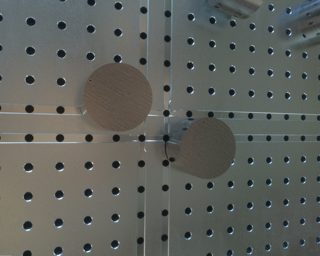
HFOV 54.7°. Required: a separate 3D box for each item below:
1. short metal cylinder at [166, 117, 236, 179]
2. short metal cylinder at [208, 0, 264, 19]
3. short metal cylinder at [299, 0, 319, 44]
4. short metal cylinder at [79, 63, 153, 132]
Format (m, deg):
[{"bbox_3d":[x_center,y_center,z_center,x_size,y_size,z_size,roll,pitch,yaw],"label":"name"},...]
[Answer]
[{"bbox_3d":[0.055,0.026,0.421,0.081,0.050,0.079,0,90,-21],"label":"short metal cylinder"},{"bbox_3d":[0.108,-0.197,0.425,0.050,0.080,0.080,15,85,-20],"label":"short metal cylinder"},{"bbox_3d":[0.277,-0.182,0.504,0.081,0.050,0.079,0,90,-21],"label":"short metal cylinder"},{"bbox_3d":[-0.055,-0.036,0.380,0.081,0.050,0.079,0,90,-21],"label":"short metal cylinder"}]
